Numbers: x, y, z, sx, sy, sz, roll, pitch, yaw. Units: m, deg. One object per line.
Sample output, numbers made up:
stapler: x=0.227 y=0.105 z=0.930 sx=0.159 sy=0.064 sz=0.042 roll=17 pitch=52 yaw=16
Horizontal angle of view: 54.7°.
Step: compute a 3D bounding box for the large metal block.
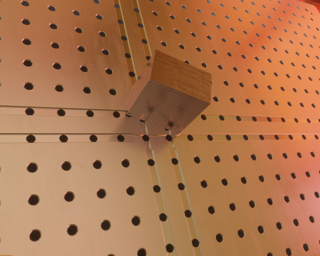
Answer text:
large metal block: x=0.011 y=-0.044 z=0.407 sx=0.080 sy=0.080 sz=0.050 roll=20 pitch=54 yaw=-17
